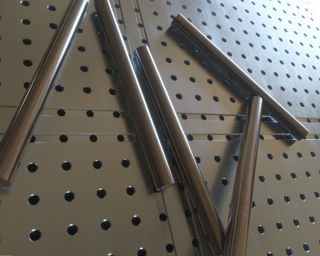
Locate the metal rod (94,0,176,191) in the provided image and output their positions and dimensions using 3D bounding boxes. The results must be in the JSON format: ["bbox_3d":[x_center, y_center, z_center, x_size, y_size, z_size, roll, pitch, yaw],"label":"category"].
[{"bbox_3d":[-0.041,-0.060,0.424,0.025,0.025,0.299,-7,65,-32],"label":"metal rod"}]

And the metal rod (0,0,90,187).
[{"bbox_3d":[-0.136,-0.072,0.379,0.025,0.025,0.300,20,54,-17],"label":"metal rod"}]

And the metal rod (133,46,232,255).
[{"bbox_3d":[0.023,0.015,0.412,0.025,0.025,0.299,-8,66,-32],"label":"metal rod"}]

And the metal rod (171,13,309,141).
[{"bbox_3d":[0.138,-0.089,0.538,0.300,0.025,0.025,43,51,1],"label":"metal rod"}]

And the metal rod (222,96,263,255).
[{"bbox_3d":[0.117,0.054,0.421,0.025,0.025,0.301,32,46,-8],"label":"metal rod"}]
